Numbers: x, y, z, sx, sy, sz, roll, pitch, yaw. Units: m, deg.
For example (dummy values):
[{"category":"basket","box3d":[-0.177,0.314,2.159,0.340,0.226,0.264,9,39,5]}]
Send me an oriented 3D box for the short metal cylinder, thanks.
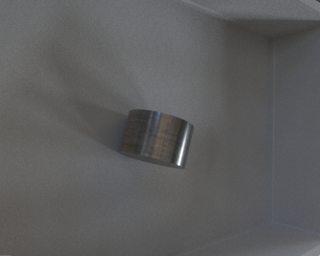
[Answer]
[{"category":"short metal cylinder","box3d":[-0.004,0.015,0.369,0.080,0.080,0.050,23,76,-38]}]
